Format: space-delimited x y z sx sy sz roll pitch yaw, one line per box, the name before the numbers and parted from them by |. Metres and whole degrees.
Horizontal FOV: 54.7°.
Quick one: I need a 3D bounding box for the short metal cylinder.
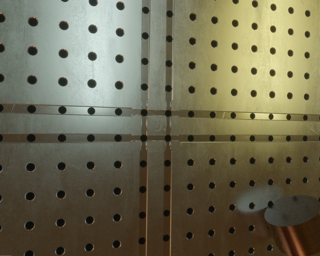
short metal cylinder | 0.203 0.143 0.459 0.081 0.080 0.050 -27 99 -18
